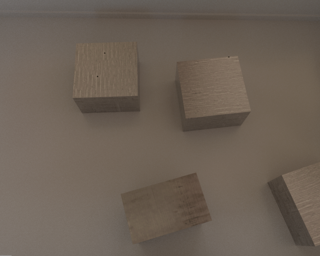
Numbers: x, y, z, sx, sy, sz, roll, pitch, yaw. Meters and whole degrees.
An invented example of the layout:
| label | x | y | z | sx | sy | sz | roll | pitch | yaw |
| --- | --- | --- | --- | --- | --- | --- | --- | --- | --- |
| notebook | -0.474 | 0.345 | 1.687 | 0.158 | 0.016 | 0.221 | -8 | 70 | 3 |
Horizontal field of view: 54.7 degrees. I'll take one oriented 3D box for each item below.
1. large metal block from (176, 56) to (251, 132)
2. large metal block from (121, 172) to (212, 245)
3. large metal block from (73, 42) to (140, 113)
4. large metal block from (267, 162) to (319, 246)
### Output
| label | x | y | z | sx | sy | sz | roll | pitch | yaw |
| --- | --- | --- | --- | --- | --- | --- | --- | --- | --- |
| large metal block | 0.067 | -0.045 | 0.413 | 0.081 | 0.050 | 0.080 | -6 | 70 | -3 |
| large metal block | 0.006 | 0.092 | 0.347 | 0.081 | 0.080 | 0.050 | -15 | 71 | -5 |
| large metal block | -0.069 | -0.068 | 0.420 | 0.081 | 0.050 | 0.080 | -2 | 70 | -1 |
| large metal block | 0.189 | 0.085 | 0.366 | 0.080 | 0.050 | 0.080 | -17 | 71 | -6 |
